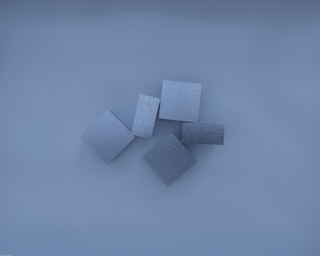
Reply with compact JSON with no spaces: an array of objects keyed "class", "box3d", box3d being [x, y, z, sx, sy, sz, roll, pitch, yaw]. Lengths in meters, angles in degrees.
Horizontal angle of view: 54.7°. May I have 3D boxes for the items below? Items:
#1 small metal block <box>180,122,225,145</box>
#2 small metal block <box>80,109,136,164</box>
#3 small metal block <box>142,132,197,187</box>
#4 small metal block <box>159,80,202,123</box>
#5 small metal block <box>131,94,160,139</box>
[{"class":"small metal block","box3d":[0.052,0.007,0.397,0.050,0.050,0.025,3,90,-1]},{"class":"small metal block","box3d":[-0.067,0.011,0.409,0.050,0.025,0.050,-45,91,0]},{"class":"small metal block","box3d":[0.013,0.041,0.409,0.050,0.025,0.050,-41,91,0]},{"class":"small metal block","box3d":[0.026,-0.034,0.410,0.050,0.025,0.050,6,90,-1]},{"class":"small metal block","box3d":[-0.018,-0.014,0.396,0.025,0.050,0.050,13,90,0]}]
